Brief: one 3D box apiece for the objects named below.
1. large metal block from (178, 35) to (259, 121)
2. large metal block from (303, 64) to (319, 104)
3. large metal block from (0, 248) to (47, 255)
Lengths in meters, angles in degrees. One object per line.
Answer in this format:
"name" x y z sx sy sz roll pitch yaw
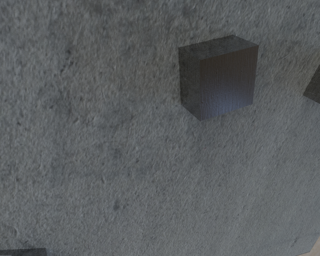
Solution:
"large metal block" 0.072 -0.065 0.392 0.081 0.050 0.079 -18 126 -19
"large metal block" 0.299 -0.074 0.512 0.081 0.050 0.079 7 115 -32
"large metal block" -0.201 0.210 0.412 0.081 0.050 0.079 12 112 -34
